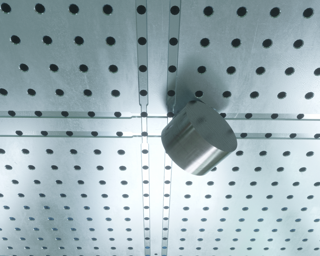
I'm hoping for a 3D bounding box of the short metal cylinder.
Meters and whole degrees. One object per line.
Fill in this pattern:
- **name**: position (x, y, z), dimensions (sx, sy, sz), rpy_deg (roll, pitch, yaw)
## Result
- **short metal cylinder**: position (0.049, 0.012, 0.386), dimensions (0.080, 0.080, 0.050), rpy_deg (28, 125, -22)
